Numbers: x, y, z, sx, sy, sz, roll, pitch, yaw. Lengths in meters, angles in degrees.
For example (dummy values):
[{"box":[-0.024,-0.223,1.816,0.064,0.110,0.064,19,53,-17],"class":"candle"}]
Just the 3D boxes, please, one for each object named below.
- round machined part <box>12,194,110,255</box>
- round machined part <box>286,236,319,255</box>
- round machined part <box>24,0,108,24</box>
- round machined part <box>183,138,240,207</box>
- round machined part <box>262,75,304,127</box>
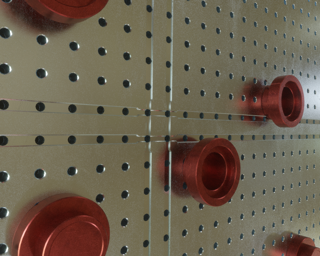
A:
[{"box":[-0.094,0.120,0.319,0.099,0.042,0.097,0,90,-40],"class":"round machined part"},{"box":[0.310,0.282,0.657,0.099,0.042,0.097,0,90,-40],"class":"round machined part"},{"box":[-0.101,-0.155,0.312,0.099,0.042,0.097,0,90,-40],"class":"round machined part"},{"box":[0.072,0.063,0.457,0.099,0.042,0.097,0,90,-40],"class":"round machined part"},{"box":[0.231,-0.050,0.590,0.099,0.042,0.097,0,90,-40],"class":"round machined part"}]
